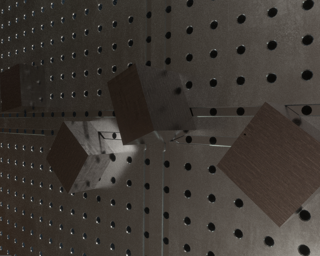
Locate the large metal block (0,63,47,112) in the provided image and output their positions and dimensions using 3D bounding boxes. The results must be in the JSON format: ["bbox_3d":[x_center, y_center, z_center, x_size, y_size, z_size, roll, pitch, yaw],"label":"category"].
[{"bbox_3d":[-0.271,-0.076,0.613,0.080,0.050,0.080,-8,85,39],"label":"large metal block"}]

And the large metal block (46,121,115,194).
[{"bbox_3d":[-0.130,0.045,0.497,0.080,0.050,0.080,46,117,30],"label":"large metal block"}]

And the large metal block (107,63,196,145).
[{"bbox_3d":[-0.009,-0.026,0.379,0.050,0.081,0.080,-26,74,37],"label":"large metal block"}]

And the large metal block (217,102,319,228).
[{"bbox_3d":[0.117,0.032,0.296,0.080,0.050,0.080,46,117,30],"label":"large metal block"}]
